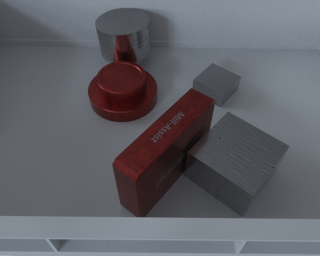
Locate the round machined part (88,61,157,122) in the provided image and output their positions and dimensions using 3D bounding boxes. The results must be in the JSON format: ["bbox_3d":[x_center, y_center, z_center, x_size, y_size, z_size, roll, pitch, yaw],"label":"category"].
[{"bbox_3d":[-0.053,-0.059,0.443,0.099,0.042,0.098,0,50,0],"label":"round machined part"}]

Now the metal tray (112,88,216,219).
[{"bbox_3d":[0.008,0.027,0.340,0.030,0.089,0.131,32,57,23],"label":"metal tray"}]

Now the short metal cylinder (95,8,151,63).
[{"bbox_3d":[-0.054,-0.142,0.476,0.080,0.050,0.080,-1,47,2],"label":"short metal cylinder"}]

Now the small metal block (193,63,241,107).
[{"bbox_3d":[0.084,-0.065,0.461,0.050,0.025,0.050,32,57,24],"label":"small metal block"}]

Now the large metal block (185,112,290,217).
[{"bbox_3d":[0.086,0.039,0.357,0.080,0.050,0.080,34,57,24],"label":"large metal block"}]
